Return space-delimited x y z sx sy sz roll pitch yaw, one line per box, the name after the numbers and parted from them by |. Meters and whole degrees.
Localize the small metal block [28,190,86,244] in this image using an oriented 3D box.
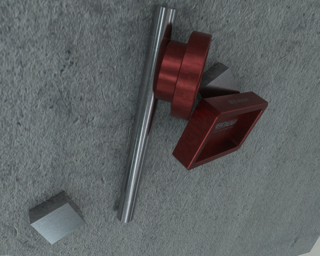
-0.134 0.118 0.407 0.050 0.025 0.050 -30 129 -10 | small metal block

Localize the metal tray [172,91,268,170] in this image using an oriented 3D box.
0.083 0.000 0.414 0.131 0.030 0.089 -13 137 -46 | metal tray

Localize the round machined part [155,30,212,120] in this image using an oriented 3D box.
0.025 -0.060 0.347 0.042 0.098 0.097 16 116 6 | round machined part

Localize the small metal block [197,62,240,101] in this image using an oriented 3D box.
0.075 -0.052 0.418 0.050 0.025 0.050 -38 130 -3 | small metal block

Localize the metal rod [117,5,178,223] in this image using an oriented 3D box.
-0.023 0.001 0.396 0.025 0.025 0.298 -2 120 -28 | metal rod
